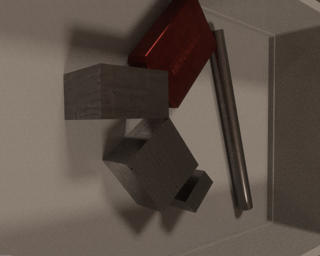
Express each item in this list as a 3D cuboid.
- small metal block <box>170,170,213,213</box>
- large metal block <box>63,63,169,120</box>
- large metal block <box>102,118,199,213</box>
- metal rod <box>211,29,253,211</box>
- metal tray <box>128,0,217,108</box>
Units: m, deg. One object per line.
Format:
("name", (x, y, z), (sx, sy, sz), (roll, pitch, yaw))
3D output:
("small metal block", (0.036, 0.083, 0.423), (0.025, 0.050, 0.050), (52, 60, -28))
("large metal block", (-0.048, -0.034, 0.332), (0.081, 0.080, 0.050), (-2, 92, -40))
("large metal block", (-0.009, 0.043, 0.385), (0.080, 0.050, 0.080), (-48, 119, -30))
("metal rod", (0.116, -0.007, 0.506), (0.025, 0.025, 0.298), (-20, 103, -38))
("metal tray", (0.022, -0.102, 0.413), (0.130, 0.030, 0.090), (-58, 134, -24))
